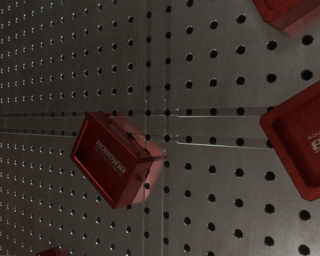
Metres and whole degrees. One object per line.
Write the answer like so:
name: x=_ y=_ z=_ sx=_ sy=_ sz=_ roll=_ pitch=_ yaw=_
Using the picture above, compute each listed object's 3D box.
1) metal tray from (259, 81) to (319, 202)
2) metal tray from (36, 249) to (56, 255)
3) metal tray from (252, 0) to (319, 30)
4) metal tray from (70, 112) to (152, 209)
metal tray: x=0.166 y=-0.003 z=0.268 sx=0.130 sy=0.030 sz=0.090 roll=-37 pitch=68 yaw=33
metal tray: x=-0.226 y=0.304 z=0.588 sx=0.129 sy=0.030 sz=0.090 roll=-51 pitch=60 yaw=27
metal tray: x=0.121 y=-0.177 z=0.305 sx=0.090 sy=0.030 sz=0.130 roll=-33 pitch=70 yaw=34
metal tray: x=-0.079 y=0.045 z=0.468 sx=0.130 sy=0.030 sz=0.089 roll=40 pitch=114 yaw=32
